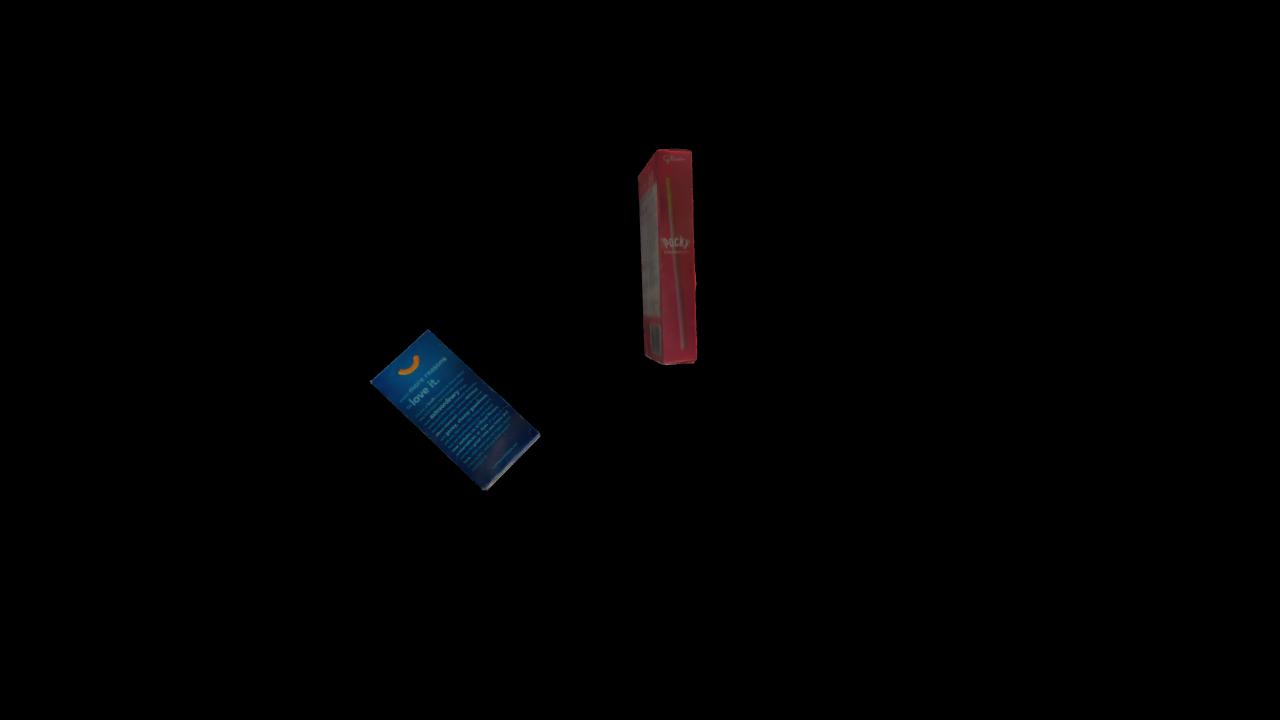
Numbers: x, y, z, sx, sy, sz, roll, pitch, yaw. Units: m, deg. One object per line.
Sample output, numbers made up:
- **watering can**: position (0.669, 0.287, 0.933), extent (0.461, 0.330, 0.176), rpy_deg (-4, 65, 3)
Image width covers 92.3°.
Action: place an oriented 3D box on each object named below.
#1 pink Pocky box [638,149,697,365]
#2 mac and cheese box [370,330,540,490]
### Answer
- **pink Pocky box**: position (0.020, -0.076, 0.479), extent (0.029, 0.155, 0.084), rpy_deg (-3, 5, -9)
- **mac and cheese box**: position (-0.216, 0.059, 0.730), extent (0.184, 0.093, 0.041), rpy_deg (43, -14, 4)
